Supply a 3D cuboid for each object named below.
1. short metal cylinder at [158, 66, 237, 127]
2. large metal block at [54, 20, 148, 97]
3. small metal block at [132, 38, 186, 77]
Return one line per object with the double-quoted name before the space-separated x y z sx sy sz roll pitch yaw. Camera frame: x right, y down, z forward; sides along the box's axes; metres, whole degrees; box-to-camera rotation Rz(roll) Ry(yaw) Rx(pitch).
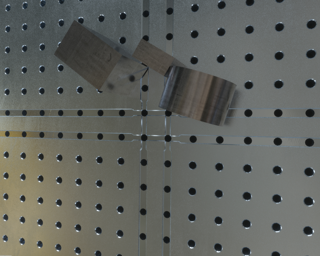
"short metal cylinder" 0.044 -0.038 0.367 0.080 0.080 0.050 19 97 18
"large metal block" -0.074 -0.088 0.408 0.080 0.080 0.050 38 102 15
"small metal block" 0.000 -0.086 0.399 0.050 0.050 0.025 34 101 16
